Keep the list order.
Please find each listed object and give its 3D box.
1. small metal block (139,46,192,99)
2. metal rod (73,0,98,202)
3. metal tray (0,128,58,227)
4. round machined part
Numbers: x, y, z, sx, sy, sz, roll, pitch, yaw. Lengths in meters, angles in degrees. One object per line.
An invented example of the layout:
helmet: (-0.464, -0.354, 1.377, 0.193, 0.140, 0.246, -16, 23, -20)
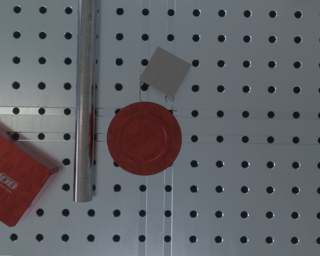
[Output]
small metal block: (0.007, -0.072, 0.413, 0.050, 0.025, 0.050, 29, 90, 0)
metal rod: (-0.099, -0.053, 0.412, 0.025, 0.025, 0.298, 1, 90, 0)
metal tray: (-0.216, 0.056, 0.409, 0.130, 0.030, 0.090, 35, 90, 0)
round machined part: (-0.021, 0.014, 0.405, 0.099, 0.042, 0.097, 0, 90, 0)
